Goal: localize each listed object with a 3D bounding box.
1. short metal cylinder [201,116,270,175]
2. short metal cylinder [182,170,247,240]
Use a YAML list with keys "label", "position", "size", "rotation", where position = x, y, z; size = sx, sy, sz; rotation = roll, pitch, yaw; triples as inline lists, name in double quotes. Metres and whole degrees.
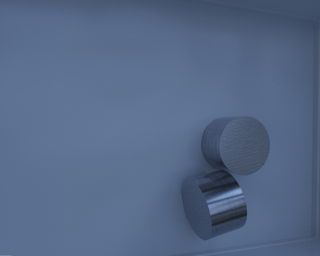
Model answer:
- label: "short metal cylinder"
  position: [0.106, 0.024, 0.438]
  size: [0.081, 0.050, 0.079]
  rotation: [0, 90, -21]
- label: "short metal cylinder"
  position: [0.069, 0.100, 0.408]
  size: [0.050, 0.080, 0.079]
  rotation: [-11, 94, -20]
